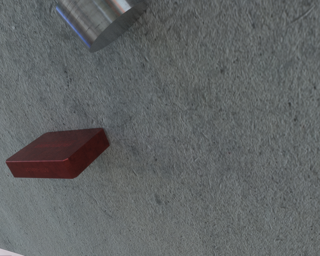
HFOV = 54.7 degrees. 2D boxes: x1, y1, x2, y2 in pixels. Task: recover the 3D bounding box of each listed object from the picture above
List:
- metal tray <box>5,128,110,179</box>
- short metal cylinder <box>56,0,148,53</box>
[{"bbox_3d":[-0.154,0.037,0.468,0.130,0.090,0.030,-4,116,30],"label":"metal tray"},{"bbox_3d":[-0.060,-0.125,0.326,0.080,0.080,0.050,-34,99,38],"label":"short metal cylinder"}]
